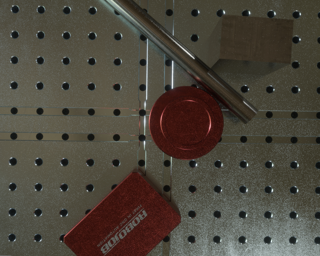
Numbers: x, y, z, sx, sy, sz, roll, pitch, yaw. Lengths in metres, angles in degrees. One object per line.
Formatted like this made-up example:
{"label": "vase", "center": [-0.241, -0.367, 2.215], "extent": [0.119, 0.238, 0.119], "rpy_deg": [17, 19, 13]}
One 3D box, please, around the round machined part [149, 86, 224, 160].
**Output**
{"label": "round machined part", "center": [0.035, -0.006, 0.405], "extent": [0.099, 0.042, 0.097], "rpy_deg": [0, 90, -1]}

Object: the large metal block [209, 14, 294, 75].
{"label": "large metal block", "center": [0.108, -0.100, 0.387], "extent": [0.081, 0.080, 0.050], "rpy_deg": [4, 90, -1]}

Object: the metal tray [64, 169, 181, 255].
{"label": "metal tray", "center": [-0.048, 0.130, 0.410], "extent": [0.130, 0.030, 0.090], "rpy_deg": [-44, 91, 0]}

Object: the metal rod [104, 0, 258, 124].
{"label": "metal rod", "center": [0.007, -0.114, 0.407], "extent": [0.300, 0.025, 0.025], "rpy_deg": [42, 90, 2]}
